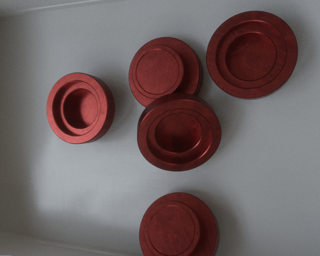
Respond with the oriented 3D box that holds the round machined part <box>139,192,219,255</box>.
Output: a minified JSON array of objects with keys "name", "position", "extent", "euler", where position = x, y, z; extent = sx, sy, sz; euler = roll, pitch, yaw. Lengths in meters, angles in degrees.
[{"name":"round machined part","position":[0.020,0.126,0.375],"extent":[0.098,0.042,0.098],"euler":[-8,63,17]}]

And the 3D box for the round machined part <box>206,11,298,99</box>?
[{"name":"round machined part","position":[0.107,-0.082,0.364],"extent":[0.098,0.042,0.097],"euler":[0,90,20]}]

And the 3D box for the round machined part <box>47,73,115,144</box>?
[{"name":"round machined part","position":[-0.107,-0.027,0.439],"extent":[0.098,0.042,0.097],"euler":[0,90,20]}]

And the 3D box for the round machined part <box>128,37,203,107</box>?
[{"name":"round machined part","position":[0.003,-0.069,0.400],"extent":[0.098,0.042,0.097],"euler":[0,90,20]}]

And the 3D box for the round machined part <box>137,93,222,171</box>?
[{"name":"round machined part","position":[0.022,0.002,0.377],"extent":[0.099,0.042,0.097],"euler":[-2,119,-3]}]
